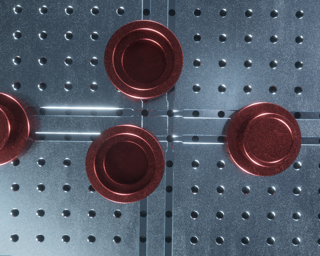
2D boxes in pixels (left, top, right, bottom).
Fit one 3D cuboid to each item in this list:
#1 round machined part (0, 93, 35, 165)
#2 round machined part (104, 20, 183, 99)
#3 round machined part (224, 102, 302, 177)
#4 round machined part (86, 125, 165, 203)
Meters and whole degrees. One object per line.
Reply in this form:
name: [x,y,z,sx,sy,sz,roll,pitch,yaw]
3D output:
round machined part: [-0.220,0.001,0.404,0.099,0.042,0.097,0,90,0]
round machined part: [-0.020,-0.085,0.405,0.099,0.042,0.097,0,90,0]
round machined part: [0.137,0.015,0.406,0.099,0.042,0.097,0,90,0]
round machined part: [-0.043,0.044,0.405,0.099,0.042,0.097,0,90,0]
